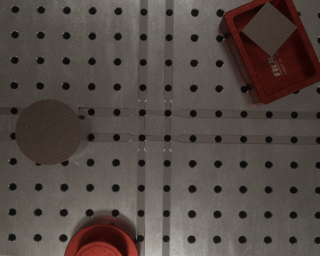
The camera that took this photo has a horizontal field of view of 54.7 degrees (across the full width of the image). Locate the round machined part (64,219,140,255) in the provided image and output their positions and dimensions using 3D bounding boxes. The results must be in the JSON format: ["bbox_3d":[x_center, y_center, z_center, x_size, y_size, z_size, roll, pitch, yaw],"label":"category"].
[{"bbox_3d":[-0.076,0.174,0.404,0.099,0.042,0.097,0,90,-1],"label":"round machined part"}]

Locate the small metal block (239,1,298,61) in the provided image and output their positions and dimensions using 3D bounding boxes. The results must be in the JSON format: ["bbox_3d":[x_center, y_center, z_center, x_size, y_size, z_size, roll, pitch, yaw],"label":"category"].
[{"bbox_3d":[0.138,-0.125,0.402,0.050,0.025,0.050,41,90,-1],"label":"small metal block"}]

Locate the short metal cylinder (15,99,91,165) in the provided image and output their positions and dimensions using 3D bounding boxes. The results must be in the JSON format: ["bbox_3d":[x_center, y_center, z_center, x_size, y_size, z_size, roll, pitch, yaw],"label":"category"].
[{"bbox_3d":[-0.135,0.005,0.399,0.081,0.050,0.079,0,90,-1],"label":"short metal cylinder"}]

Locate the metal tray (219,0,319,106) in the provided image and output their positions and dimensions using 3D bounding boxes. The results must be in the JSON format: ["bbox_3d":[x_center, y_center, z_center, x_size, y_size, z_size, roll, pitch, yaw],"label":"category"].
[{"bbox_3d":[0.147,-0.105,0.412,0.090,0.030,0.129,-24,90,-1],"label":"metal tray"}]
